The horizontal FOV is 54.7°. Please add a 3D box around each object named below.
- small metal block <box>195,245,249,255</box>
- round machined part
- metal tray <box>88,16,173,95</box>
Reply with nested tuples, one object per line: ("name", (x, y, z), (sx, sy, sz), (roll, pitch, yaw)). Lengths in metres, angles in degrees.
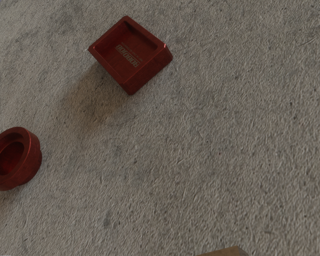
("small metal block", (0.054, 0.129, 0.280), (0.050, 0.050, 0.025), (-21, 54, 15))
("round machined part", (-0.223, 0.050, 0.477), (0.098, 0.042, 0.098), (-13, 56, 20))
("metal tray", (-0.051, -0.121, 0.499), (0.090, 0.030, 0.130), (-42, 51, -1))
